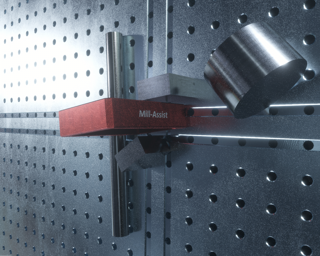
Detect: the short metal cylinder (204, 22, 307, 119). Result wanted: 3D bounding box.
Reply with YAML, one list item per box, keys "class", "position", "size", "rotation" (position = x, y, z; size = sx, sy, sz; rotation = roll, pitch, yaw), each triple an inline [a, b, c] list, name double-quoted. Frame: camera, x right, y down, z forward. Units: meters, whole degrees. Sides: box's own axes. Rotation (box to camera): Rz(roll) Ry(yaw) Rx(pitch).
- class: "short metal cylinder"
  position: [0.090, -0.053, 0.299]
  size: [0.080, 0.081, 0.050]
  rotation: [-47, 62, 30]

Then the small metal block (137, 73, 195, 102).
- class: "small metal block"
  position: [0.008, -0.048, 0.387]
  size: [0.050, 0.050, 0.025]
  rotation: [-7, 86, 40]

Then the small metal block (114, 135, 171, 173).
- class: "small metal block"
  position: [-0.023, 0.034, 0.412]
  size: [0.050, 0.050, 0.025]
  rotation: [-40, 66, 33]

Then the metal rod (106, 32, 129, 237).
- class: "metal rod"
  position: [-0.063, 0.008, 0.461]
  size: [0.025, 0.025, 0.298]
  rotation: [-4, 88, 40]

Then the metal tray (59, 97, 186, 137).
- class: "metal tray"
  position: [-0.041, -0.010, 0.375]
  size: [0.090, 0.131, 0.030]
  rotation: [-9, 84, 40]
